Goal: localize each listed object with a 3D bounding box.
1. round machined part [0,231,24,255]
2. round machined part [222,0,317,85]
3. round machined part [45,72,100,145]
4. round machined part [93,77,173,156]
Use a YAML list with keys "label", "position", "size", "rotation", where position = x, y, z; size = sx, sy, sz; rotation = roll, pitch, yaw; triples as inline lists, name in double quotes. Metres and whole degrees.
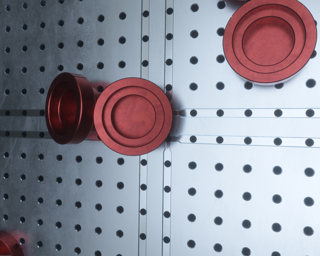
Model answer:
- label: "round machined part"
  position: [-0.272, 0.221, 0.497]
  size: [0.098, 0.042, 0.097]
  rotation: [0, 90, 19]
- label: "round machined part"
  position: [0.125, -0.098, 0.359]
  size: [0.098, 0.042, 0.097]
  rotation: [0, 90, 19]
- label: "round machined part"
  position: [-0.117, -0.026, 0.431]
  size: [0.098, 0.042, 0.097]
  rotation: [-2, 87, 44]
- label: "round machined part"
  position: [-0.034, -0.015, 0.403]
  size: [0.099, 0.042, 0.097]
  rotation: [0, 92, -4]
